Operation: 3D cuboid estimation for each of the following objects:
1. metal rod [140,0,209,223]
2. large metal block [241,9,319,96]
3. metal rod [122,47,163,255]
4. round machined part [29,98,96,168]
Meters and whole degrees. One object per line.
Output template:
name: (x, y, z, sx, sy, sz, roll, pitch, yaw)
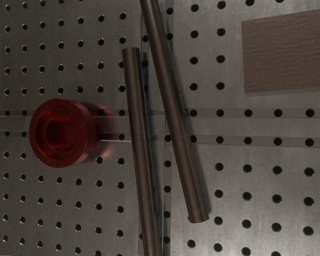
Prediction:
metal rod: (0.018, -0.028, 0.405, 0.025, 0.025, 0.298, -14, 85, 19)
large metal block: (0.138, -0.080, 0.351, 0.080, 0.050, 0.079, -3, 89, 19)
metal rod: (-0.023, 0.041, 0.419, 0.025, 0.025, 0.298, -7, 88, 19)
round machined part: (-0.136, 0.007, 0.450, 0.098, 0.042, 0.097, 0, 90, 19)
